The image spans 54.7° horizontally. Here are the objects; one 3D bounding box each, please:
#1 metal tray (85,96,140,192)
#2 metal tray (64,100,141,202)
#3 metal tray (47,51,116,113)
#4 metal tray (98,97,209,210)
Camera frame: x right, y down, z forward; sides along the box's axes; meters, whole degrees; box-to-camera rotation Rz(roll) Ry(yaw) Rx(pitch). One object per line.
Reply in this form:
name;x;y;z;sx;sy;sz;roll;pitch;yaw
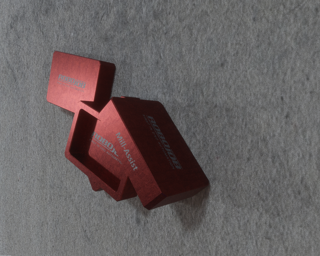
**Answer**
metal tray;-0.065;0.025;0.452;0.130;0.030;0.090;-38;67;33
metal tray;-0.073;0.027;0.419;0.130;0.030;0.089;30;108;35
metal tray;-0.134;-0.072;0.509;0.130;0.030;0.089;20;103;38
metal tray;-0.007;0.024;0.366;0.030;0.091;0.130;-44;64;31
